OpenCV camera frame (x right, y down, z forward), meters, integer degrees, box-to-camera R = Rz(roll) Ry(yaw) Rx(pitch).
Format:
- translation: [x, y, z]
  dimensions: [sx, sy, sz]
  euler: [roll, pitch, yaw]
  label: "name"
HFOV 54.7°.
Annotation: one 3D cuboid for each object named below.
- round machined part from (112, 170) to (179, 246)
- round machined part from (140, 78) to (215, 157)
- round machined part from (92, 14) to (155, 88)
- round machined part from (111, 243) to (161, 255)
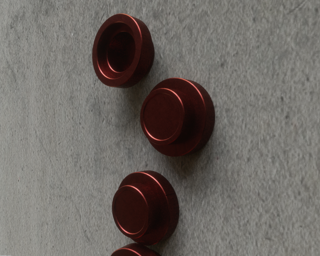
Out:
- translation: [-0.026, 0.108, 0.413]
  dimensions: [0.098, 0.042, 0.097]
  euler: [0, 90, 39]
  label: "round machined part"
- translation: [0.014, -0.013, 0.381]
  dimensions: [0.098, 0.042, 0.097]
  euler: [0, 90, 39]
  label: "round machined part"
- translation: [-0.046, -0.104, 0.430]
  dimensions: [0.098, 0.042, 0.097]
  euler: [0, 90, 39]
  label: "round machined part"
- translation: [-0.023, 0.201, 0.409]
  dimensions: [0.098, 0.042, 0.097]
  euler: [3, 94, 39]
  label: "round machined part"
